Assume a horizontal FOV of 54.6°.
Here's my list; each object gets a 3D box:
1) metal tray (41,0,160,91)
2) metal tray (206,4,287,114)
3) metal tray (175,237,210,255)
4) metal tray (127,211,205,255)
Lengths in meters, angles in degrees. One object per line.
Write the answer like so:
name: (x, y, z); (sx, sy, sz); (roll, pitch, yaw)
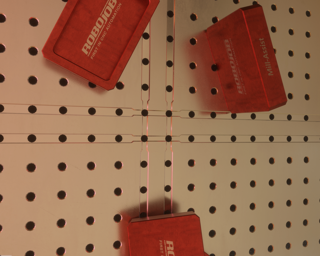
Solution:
metal tray: (-0.070, -0.121, 0.373); (0.090, 0.030, 0.130); (28, 90, -18)
metal tray: (0.114, -0.087, 0.419); (0.030, 0.090, 0.129); (-20, 97, -19)
metal tray: (0.053, 0.223, 0.430); (0.130, 0.030, 0.090); (42, 77, -15)
metal tray: (0.011, 0.177, 0.389); (0.091, 0.030, 0.129); (-7, 82, -3)
